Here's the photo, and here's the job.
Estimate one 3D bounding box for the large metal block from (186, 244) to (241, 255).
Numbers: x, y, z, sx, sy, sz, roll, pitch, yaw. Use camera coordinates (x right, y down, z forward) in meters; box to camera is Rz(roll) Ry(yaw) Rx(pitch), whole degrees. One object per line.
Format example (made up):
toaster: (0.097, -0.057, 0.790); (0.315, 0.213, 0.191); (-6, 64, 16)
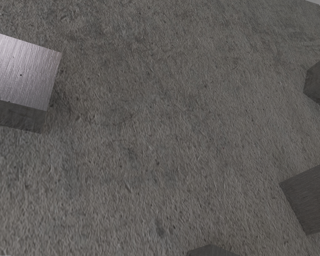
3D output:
large metal block: (0.067, 0.176, 0.316); (0.080, 0.050, 0.080); (26, 53, -12)

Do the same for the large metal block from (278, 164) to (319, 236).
large metal block: (0.230, 0.095, 0.434); (0.050, 0.080, 0.080); (-10, 67, -32)

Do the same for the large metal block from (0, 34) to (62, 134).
large metal block: (-0.158, -0.048, 0.332); (0.081, 0.050, 0.080); (15, 56, -20)

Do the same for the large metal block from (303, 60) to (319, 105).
large metal block: (0.343, -0.086, 0.624); (0.080, 0.050, 0.080); (35, 51, -5)
